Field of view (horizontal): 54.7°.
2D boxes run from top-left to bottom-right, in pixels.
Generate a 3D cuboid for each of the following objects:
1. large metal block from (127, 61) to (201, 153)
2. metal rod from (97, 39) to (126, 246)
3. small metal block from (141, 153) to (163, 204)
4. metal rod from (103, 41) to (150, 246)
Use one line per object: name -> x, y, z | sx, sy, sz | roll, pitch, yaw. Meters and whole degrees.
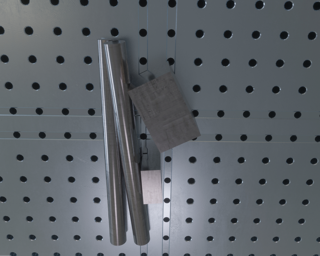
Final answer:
large metal block -> 0.006, -0.029, 0.374 | 0.050, 0.080, 0.080 | -25, 109, 8
metal rod -> -0.064, 0.033, 0.424 | 0.025, 0.025, 0.298 | 0, 110, 0
small metal block -> -0.011, 0.068, 0.425 | 0.025, 0.050, 0.050 | -3, 110, 1
metal rod -> -0.040, 0.037, 0.413 | 0.025, 0.025, 0.298 | -4, 115, 1
